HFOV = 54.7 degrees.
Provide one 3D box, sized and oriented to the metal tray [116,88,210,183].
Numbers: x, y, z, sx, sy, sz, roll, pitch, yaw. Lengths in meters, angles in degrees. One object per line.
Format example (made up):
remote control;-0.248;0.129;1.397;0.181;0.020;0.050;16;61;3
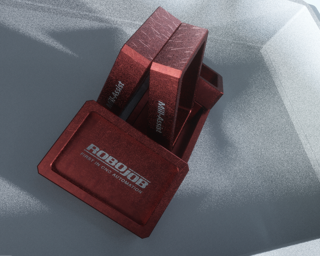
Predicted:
metal tray;0.005;-0.003;0.406;0.090;0.030;0.130;34;51;-6

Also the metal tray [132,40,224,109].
metal tray;0.030;-0.088;0.450;0.130;0.030;0.090;34;26;-6

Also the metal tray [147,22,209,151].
metal tray;0.018;-0.041;0.357;0.030;0.129;0.090;20;50;12

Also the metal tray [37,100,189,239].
metal tray;-0.046;0.043;0.328;0.130;0.030;0.090;35;75;-6

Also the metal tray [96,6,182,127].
metal tray;-0.031;-0.065;0.359;0.030;0.129;0.090;34;51;-5
